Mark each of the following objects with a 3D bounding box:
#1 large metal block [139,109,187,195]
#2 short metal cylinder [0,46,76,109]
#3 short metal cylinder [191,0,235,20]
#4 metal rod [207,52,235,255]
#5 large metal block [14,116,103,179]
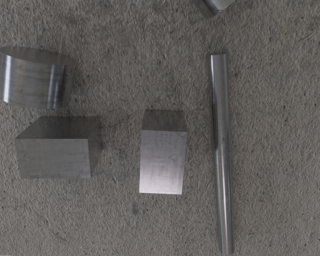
[{"bbox_3d":[0.003,0.027,0.390,0.050,0.080,0.079,3,110,-1],"label":"large metal block"},{"bbox_3d":[-0.142,-0.059,0.357,0.080,0.080,0.050,12,110,-5],"label":"short metal cylinder"},{"bbox_3d":[0.065,-0.160,0.322,0.080,0.080,0.050,-39,106,13],"label":"short metal cylinder"},{"bbox_3d":[0.087,0.048,0.428,0.025,0.025,0.298,-6,110,2],"label":"metal rod"},{"bbox_3d":[-0.120,0.021,0.387,0.081,0.080,0.050,0,110,0],"label":"large metal block"}]
